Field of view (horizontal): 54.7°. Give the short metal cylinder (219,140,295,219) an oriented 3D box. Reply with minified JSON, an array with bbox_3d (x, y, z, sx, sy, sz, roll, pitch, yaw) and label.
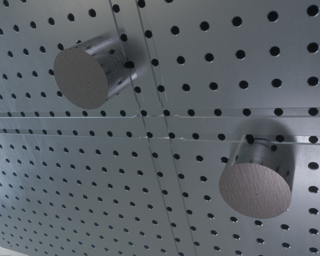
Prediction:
[{"bbox_3d":[0.117,0.061,0.371,0.080,0.050,0.079,13,124,21],"label":"short metal cylinder"}]

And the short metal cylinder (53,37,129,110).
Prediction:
[{"bbox_3d":[-0.087,-0.070,0.397,0.080,0.050,0.079,13,124,21],"label":"short metal cylinder"}]
